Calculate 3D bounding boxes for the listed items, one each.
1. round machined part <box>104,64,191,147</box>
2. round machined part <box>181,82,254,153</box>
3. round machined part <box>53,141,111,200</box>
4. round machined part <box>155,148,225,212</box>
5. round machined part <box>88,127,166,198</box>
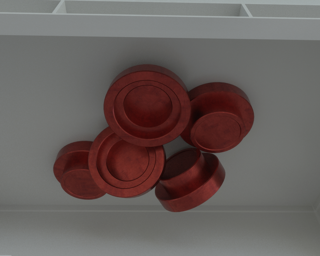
[{"bbox_3d":[-0.014,-0.029,0.366,0.099,0.042,0.097,0,121,1],"label":"round machined part"},{"bbox_3d":[0.070,-0.006,0.394,0.099,0.042,0.097,-1,130,0],"label":"round machined part"},{"bbox_3d":[-0.107,0.069,0.455,0.099,0.042,0.097,0,130,0],"label":"round machined part"},{"bbox_3d":[0.034,0.063,0.419,0.098,0.098,0.042,-26,108,20],"label":"round machined part"},{"bbox_3d":[-0.041,0.043,0.409,0.099,0.098,0.042,-7,164,5],"label":"round machined part"}]
